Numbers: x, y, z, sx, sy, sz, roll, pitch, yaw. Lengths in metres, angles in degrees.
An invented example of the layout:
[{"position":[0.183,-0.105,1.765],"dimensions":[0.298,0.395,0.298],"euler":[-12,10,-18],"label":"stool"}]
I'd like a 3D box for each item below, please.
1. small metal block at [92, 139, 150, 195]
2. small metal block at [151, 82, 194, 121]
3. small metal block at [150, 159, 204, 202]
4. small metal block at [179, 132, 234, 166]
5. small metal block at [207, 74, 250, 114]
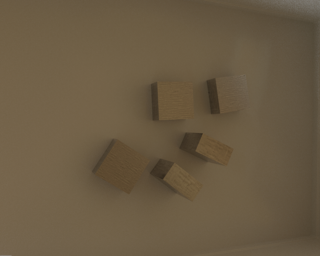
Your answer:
[{"position":[-0.049,0.048,0.393],"dimensions":[0.050,0.025,0.050],"euler":[35,79,-17],"label":"small metal block"},{"position":[0.017,-0.036,0.418],"dimensions":[0.050,0.025,0.050],"euler":[-3,91,-20],"label":"small metal block"},{"position":[0.021,0.067,0.406],"dimensions":[0.050,0.050,0.025],"euler":[39,78,-16],"label":"small metal block"},{"position":[0.062,0.028,0.422],"dimensions":[0.050,0.050,0.025],"euler":[26,81,-19],"label":"small metal block"},{"position":[0.099,-0.048,0.449],"dimensions":[0.050,0.025,0.050],"euler":[-10,94,-20],"label":"small metal block"}]
